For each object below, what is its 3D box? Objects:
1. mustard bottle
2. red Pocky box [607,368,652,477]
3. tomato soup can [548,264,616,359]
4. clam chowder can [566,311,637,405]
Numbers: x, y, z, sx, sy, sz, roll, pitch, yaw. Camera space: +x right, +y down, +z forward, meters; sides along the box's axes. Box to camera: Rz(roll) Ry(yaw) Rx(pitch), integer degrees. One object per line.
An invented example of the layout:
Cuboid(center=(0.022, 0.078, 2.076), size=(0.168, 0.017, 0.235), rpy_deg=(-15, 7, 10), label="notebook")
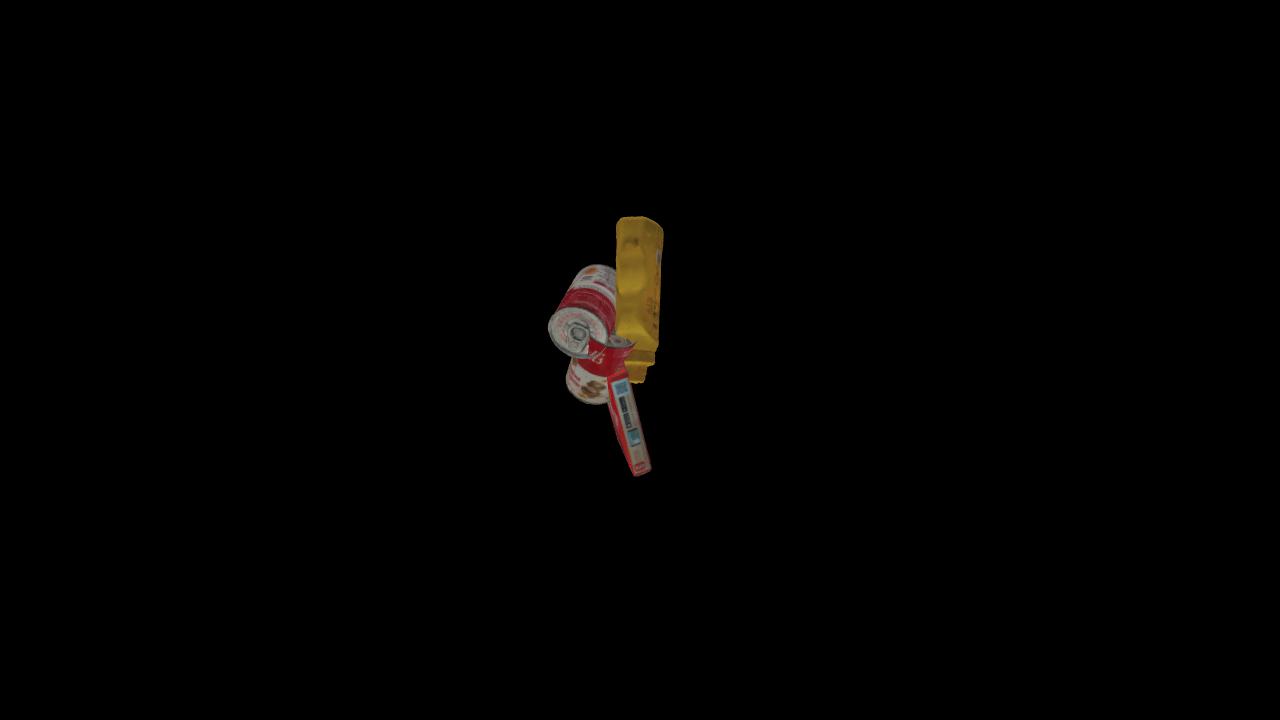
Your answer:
Cuboid(center=(-0.002, -0.064, 0.708), size=(0.054, 0.184, 0.092), rpy_deg=(1, -5, 6), label="mustard bottle")
Cuboid(center=(-0.022, 0.061, 0.764), size=(0.028, 0.155, 0.083), rpy_deg=(-18, 32, -8), label="red Pocky box")
Cuboid(center=(-0.056, -0.058, 0.697), size=(0.068, 0.068, 0.101), rpy_deg=(0, 37, 15), label="tomato soup can")
Cuboid(center=(-0.045, -0.004, 0.717), size=(0.068, 0.068, 0.102), rpy_deg=(0, -43, -22), label="clam chowder can")
